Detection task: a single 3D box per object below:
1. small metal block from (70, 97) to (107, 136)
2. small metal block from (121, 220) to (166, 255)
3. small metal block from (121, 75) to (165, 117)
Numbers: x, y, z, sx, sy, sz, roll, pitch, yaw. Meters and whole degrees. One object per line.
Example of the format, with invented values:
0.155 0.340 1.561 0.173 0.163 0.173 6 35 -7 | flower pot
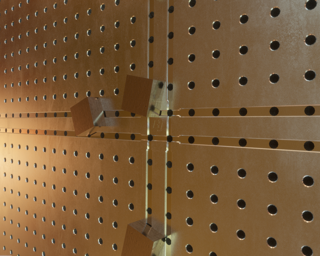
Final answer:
-0.118 -0.018 0.509 0.050 0.025 0.050 -24 75 37 | small metal block
-0.024 0.165 0.430 0.050 0.025 0.050 20 103 38 | small metal block
-0.024 -0.045 0.430 0.050 0.025 0.050 18 101 38 | small metal block
